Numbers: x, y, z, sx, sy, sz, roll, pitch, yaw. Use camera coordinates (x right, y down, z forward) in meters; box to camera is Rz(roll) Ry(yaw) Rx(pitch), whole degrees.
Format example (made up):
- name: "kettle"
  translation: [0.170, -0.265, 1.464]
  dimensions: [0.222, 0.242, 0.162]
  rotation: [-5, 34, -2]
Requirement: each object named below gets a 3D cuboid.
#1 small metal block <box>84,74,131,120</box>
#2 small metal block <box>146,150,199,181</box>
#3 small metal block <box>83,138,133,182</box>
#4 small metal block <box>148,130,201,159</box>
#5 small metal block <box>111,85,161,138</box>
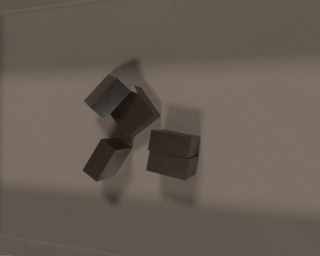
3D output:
- name: "small metal block"
  translation: [-0.071, -0.042, 0.412]
  dimensions: [0.050, 0.050, 0.025]
  rotation: [-48, 116, -4]
- name: "small metal block"
  translation: [0.017, 0.044, 0.391]
  dimensions: [0.050, 0.050, 0.025]
  rotation: [12, 94, 19]
- name: "small metal block"
  translation: [-0.070, 0.041, 0.421]
  dimensions: [0.025, 0.050, 0.050]
  rotation: [35, 101, 16]
- name: "small metal block"
  translation: [0.019, 0.019, 0.390]
  dimensions: [0.050, 0.050, 0.025]
  rotation: [11, 94, 19]
- name: "small metal block"
  translation: [-0.036, -0.022, 0.422]
  dimensions: [0.050, 0.025, 0.050]
  rotation: [-38, 78, 16]
